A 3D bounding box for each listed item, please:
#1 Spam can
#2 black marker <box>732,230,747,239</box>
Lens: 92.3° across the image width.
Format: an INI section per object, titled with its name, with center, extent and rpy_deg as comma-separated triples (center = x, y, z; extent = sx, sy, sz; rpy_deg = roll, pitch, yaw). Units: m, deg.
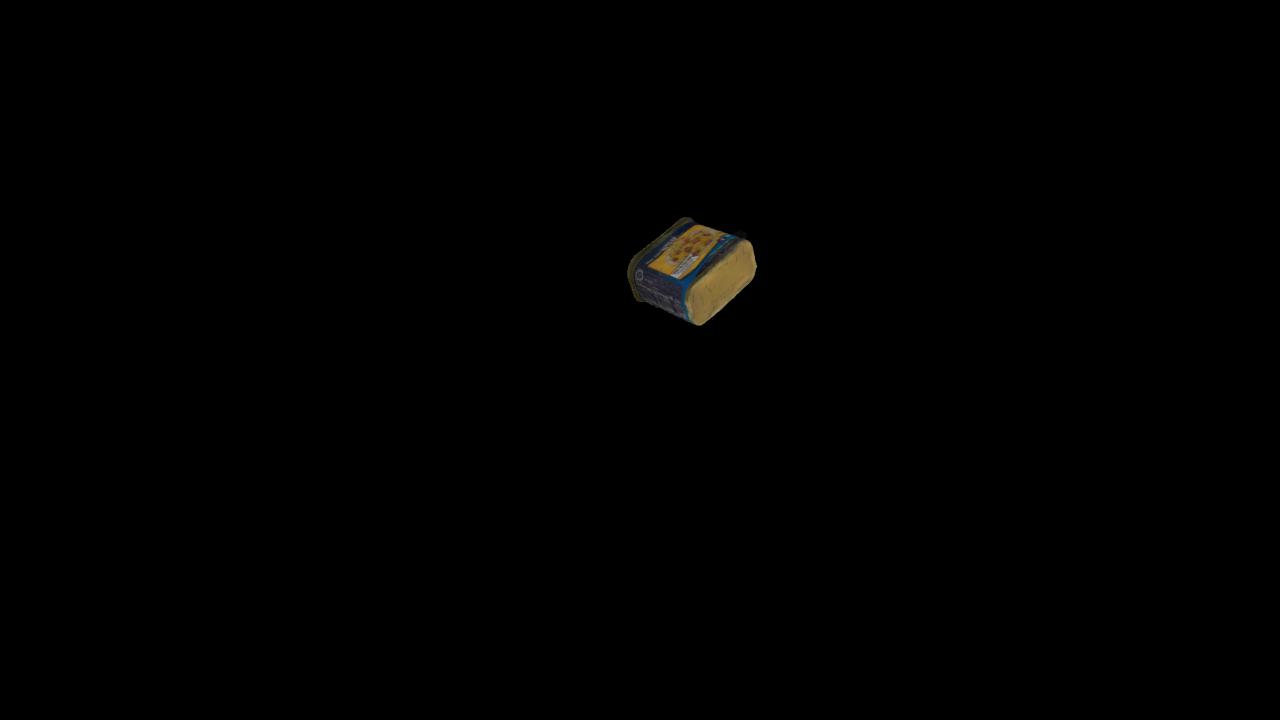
[Spam can]
center = 0.053, -0.090, 0.615
extent = 0.101, 0.058, 0.085
rpy_deg = -43, 46, -21
[black marker]
center = 0.113, -0.168, 0.946
extent = 0.020, 0.020, 0.121
rpy_deg = 0, -16, -46
